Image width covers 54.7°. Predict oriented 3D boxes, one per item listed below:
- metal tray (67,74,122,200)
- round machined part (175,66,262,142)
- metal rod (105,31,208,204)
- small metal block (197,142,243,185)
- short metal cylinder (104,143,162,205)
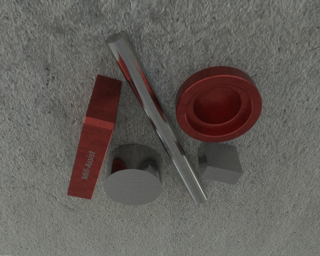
[{"bbox_3d":[-0.080,0.013,0.376,0.030,0.090,0.129,14,129,-12],"label":"metal tray"},{"bbox_3d":[0.067,-0.032,0.371,0.099,0.042,0.097,-1,130,0],"label":"round machined part"},{"bbox_3d":[0.010,0.009,0.417,0.025,0.025,0.299,-18,128,14],"label":"metal rod"},{"bbox_3d":[0.082,0.047,0.430,0.050,0.050,0.025,13,129,-11],"label":"small metal block"},{"bbox_3d":[-0.037,0.068,0.449,0.081,0.050,0.079,0,130,0],"label":"short metal cylinder"}]
